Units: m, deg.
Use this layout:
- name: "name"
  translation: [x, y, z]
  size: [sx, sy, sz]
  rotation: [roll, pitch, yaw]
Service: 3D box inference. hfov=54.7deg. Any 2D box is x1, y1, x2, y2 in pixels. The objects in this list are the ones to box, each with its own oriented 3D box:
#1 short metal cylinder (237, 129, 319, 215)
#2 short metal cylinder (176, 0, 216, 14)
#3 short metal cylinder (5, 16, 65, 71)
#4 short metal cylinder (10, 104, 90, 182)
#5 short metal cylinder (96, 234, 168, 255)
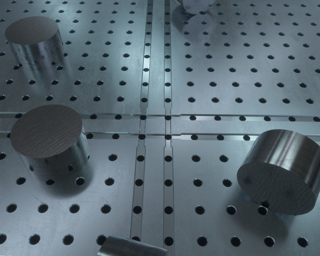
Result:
- name: "short metal cylinder"
  translation: [0.131, 0.048, 0.334]
  size: [0.080, 0.080, 0.050]
  rotation: [27, 55, 20]
- name: "short metal cylinder"
  translation: [0.067, -0.270, 0.600]
  size: [0.081, 0.080, 0.050]
  rotation: [-21, 53, -17]
- name: "short metal cylinder"
  translation: [-0.201, -0.138, 0.505]
  size: [0.081, 0.050, 0.080]
  rotation: [0, 50, 0]
- name: "short metal cylinder"
  translation: [-0.130, 0.017, 0.375]
  size: [0.081, 0.050, 0.080]
  rotation: [0, 50, 0]
- name: "short metal cylinder"
  translation: [-0.028, 0.136, 0.258]
  size: [0.050, 0.080, 0.080]
  rotation: [12, 51, 10]
